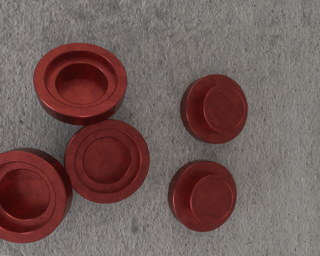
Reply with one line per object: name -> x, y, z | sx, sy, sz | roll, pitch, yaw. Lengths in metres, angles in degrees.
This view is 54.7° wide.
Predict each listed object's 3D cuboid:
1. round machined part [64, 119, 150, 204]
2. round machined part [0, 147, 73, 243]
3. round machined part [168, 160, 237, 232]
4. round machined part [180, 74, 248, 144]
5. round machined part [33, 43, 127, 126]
round machined part -> -0.066, 0.038, 0.376 | 0.099, 0.042, 0.097 | 0, 90, -20
round machined part -> -0.143, 0.069, 0.335 | 0.099, 0.042, 0.097 | 0, 97, 2
round machined part -> 0.064, 0.094, 0.424 | 0.099, 0.042, 0.097 | 0, 90, -20
round machined part -> 0.081, -0.026, 0.430 | 0.099, 0.042, 0.097 | 0, 90, -20
round machined part -> -0.089, -0.046, 0.353 | 0.099, 0.042, 0.098 | 5, 62, -10
